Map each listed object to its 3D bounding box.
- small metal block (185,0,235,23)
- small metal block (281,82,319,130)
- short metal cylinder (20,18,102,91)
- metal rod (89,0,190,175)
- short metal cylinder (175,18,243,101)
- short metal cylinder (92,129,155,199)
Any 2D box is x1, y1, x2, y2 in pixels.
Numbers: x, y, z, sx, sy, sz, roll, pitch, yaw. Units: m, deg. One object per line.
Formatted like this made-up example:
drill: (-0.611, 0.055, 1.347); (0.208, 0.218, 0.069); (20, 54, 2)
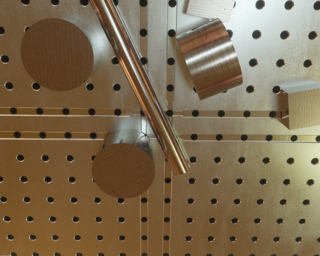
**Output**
small metal block: (0.060, -0.153, 0.357); (0.050, 0.025, 0.050); (11, 110, -4)
small metal block: (0.189, -0.029, 0.404); (0.050, 0.025, 0.050); (-10, 110, 3)
short metal cylinder: (-0.114, -0.088, 0.366); (0.081, 0.050, 0.079); (0, 110, 0)
metal rod: (-0.031, -0.069, 0.387); (0.025, 0.025, 0.299); (-23, 109, 8)
short metal cylinder: (0.056, -0.078, 0.356); (0.050, 0.080, 0.080); (-21, 109, 8)
short metal cylinder: (-0.046, 0.047, 0.417); (0.081, 0.050, 0.079); (0, 110, 0)
